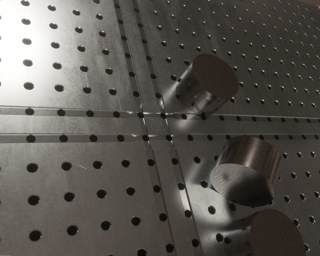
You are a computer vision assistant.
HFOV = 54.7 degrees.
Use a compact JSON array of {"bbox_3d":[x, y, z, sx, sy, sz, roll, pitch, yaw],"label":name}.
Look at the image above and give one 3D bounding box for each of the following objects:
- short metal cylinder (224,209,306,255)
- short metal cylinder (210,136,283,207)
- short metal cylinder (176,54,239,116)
[{"bbox_3d":[0.126,0.144,0.374,0.081,0.050,0.080,14,56,-21],"label":"short metal cylinder"},{"bbox_3d":[0.112,0.056,0.401,0.080,0.080,0.050,37,51,-4],"label":"short metal cylinder"},{"bbox_3d":[0.072,-0.066,0.473,0.081,0.050,0.080,14,56,-21],"label":"short metal cylinder"}]
